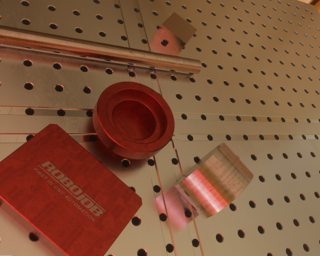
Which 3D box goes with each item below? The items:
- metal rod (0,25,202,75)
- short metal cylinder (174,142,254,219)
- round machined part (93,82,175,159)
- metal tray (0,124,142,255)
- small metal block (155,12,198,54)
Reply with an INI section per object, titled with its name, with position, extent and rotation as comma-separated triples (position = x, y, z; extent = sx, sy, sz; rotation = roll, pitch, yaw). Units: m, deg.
[metal rod]
position = -0.074, -0.105, 0.433
extent = 0.303, 0.025, 0.025
rotation = 3, 61, -27
[short metal cylinder]
position = 0.063, 0.062, 0.371
extent = 0.050, 0.080, 0.081
rotation = 49, 51, 5
[round machined part]
position = -0.035, -0.006, 0.383
extent = 0.099, 0.042, 0.098
rotation = 14, 56, -21
[metal tray]
position = -0.094, 0.068, 0.313
extent = 0.130, 0.030, 0.090
rotation = 41, 51, 0
[small metal block]
position = 0.028, -0.162, 0.524
extent = 0.050, 0.025, 0.050
rotation = 37, 51, -4
